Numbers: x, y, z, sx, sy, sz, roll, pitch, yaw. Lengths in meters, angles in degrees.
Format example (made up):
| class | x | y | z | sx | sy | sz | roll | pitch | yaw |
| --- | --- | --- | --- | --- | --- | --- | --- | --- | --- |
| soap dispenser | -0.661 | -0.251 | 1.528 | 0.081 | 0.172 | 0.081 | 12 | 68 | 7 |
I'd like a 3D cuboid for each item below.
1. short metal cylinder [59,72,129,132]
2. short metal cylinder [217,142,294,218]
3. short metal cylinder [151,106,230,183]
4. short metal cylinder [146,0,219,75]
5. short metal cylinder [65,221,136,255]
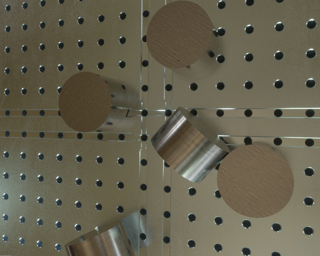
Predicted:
| class | x | y | z | sx | sy | sz | roll | pitch | yaw |
| --- | --- | --- | --- | --- | --- | --- | --- | --- | --- |
| short metal cylinder | -0.091 | -0.034 | 0.430 | 0.080 | 0.050 | 0.079 | 0 | 90 | 19 |
| short metal cylinder | 0.111 | 0.058 | 0.360 | 0.080 | 0.050 | 0.079 | 0 | 90 | 19 |
| short metal cylinder | 0.036 | 0.019 | 0.370 | 0.080 | 0.080 | 0.050 | 44 | 104 | 14 |
| short metal cylinder | 0.030 | -0.110 | 0.388 | 0.080 | 0.050 | 0.079 | 0 | 90 | 19 |
| short metal cylinder | -0.078 | 0.163 | 0.410 | 0.080 | 0.080 | 0.050 | -24 | 82 | 18 |
